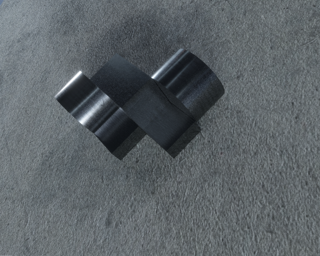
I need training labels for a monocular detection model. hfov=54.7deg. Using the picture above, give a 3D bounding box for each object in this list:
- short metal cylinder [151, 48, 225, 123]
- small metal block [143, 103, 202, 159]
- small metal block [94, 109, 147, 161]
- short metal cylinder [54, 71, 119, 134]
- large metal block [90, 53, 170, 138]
[{"bbox_3d":[0.033,-0.051,0.385,0.050,0.080,0.080,-46,51,-4],"label":"short metal cylinder"},{"bbox_3d":[0.016,0.003,0.396,0.050,0.025,0.050,-46,51,-4],"label":"small metal block"},{"bbox_3d":[-0.055,0.009,0.430,0.050,0.025,0.050,-46,51,-4],"label":"small metal block"},{"bbox_3d":[-0.103,-0.036,0.446,0.050,0.080,0.080,-46,51,-4],"label":"short metal cylinder"},{"bbox_3d":[-0.035,-0.043,0.415,0.050,0.080,0.080,-46,52,-4],"label":"large metal block"}]
